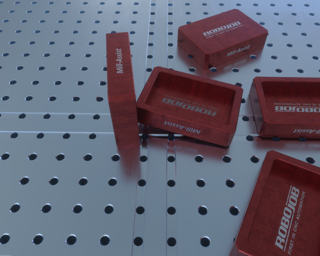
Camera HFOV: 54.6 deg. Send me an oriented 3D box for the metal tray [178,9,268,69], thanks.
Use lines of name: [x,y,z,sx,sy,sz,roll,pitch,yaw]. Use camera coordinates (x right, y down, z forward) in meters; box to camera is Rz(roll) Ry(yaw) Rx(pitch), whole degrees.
metal tray: [0.107,-0.158,0.538,0.131,0.030,0.090,-24,54,-19]

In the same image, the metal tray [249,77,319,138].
metal tray: [0.198,-0.030,0.430,0.131,0.030,0.090,1,50,1]

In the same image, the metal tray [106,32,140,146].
metal tray: [-0.049,-0.053,0.409,0.030,0.090,0.130,-6,50,-5]

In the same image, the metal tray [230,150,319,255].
metal tray: [0.139,0.093,0.326,0.090,0.030,0.130,21,53,17]

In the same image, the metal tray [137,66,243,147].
metal tray: [0.041,-0.033,0.424,0.130,0.030,0.090,15,50,7]
